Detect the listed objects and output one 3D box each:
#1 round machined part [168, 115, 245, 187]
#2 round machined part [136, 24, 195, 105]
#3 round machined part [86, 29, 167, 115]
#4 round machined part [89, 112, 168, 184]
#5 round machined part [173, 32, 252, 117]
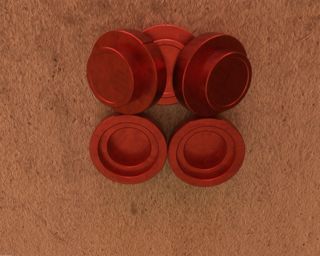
[{"bbox_3d":[0.059,0.026,0.412,0.099,0.042,0.097,0,110,-1],"label":"round machined part"},{"bbox_3d":[0.006,-0.074,0.374,0.099,0.042,0.097,0,110,-1],"label":"round machined part"},{"bbox_3d":[-0.045,-0.061,0.353,0.098,0.042,0.097,14,118,30],"label":"round machined part"},{"bbox_3d":[-0.040,0.022,0.409,0.099,0.042,0.097,0,110,-1],"label":"round machined part"},{"bbox_3d":[0.067,-0.058,0.358,0.099,0.042,0.097,-15,120,-28],"label":"round machined part"}]
